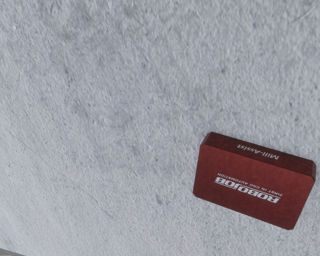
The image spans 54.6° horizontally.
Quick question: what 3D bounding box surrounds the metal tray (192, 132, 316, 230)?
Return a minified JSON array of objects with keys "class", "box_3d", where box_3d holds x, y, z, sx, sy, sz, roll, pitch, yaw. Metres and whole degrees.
[{"class":"metal tray","box_3d":[0.111,0.065,0.385,0.130,0.030,0.089,17,125,18]}]
